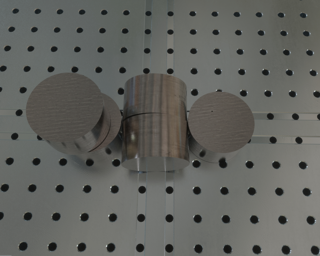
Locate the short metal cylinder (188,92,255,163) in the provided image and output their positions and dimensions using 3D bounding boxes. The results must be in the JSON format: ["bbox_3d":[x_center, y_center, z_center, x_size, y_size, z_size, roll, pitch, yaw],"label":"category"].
[{"bbox_3d":[0.074,0.000,0.398,0.081,0.050,0.080,0,70,0],"label":"short metal cylinder"}]

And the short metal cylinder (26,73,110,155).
[{"bbox_3d":[-0.100,-0.015,0.348,0.081,0.050,0.080,0,70,0],"label":"short metal cylinder"}]

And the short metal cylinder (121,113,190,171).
[{"bbox_3d":[-0.006,0.020,0.375,0.081,0.080,0.050,-1,70,-1],"label":"short metal cylinder"}]

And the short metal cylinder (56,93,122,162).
[{"bbox_3d":[-0.087,-0.001,0.398,0.081,0.050,0.080,0,70,0],"label":"short metal cylinder"}]

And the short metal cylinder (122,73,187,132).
[{"bbox_3d":[-0.006,-0.028,0.393,0.081,0.080,0.050,1,71,0],"label":"short metal cylinder"}]
